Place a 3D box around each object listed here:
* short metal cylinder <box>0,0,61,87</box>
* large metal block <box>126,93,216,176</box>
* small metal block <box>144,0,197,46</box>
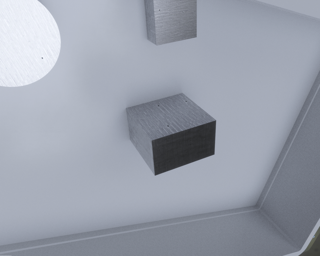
[{"bbox_3d":[-0.133,-0.082,0.269,0.081,0.050,0.079,-14,125,-21],"label":"short metal cylinder"},{"bbox_3d":[0.012,0.004,0.384,0.081,0.080,0.050,-17,125,-19],"label":"large metal block"},{"bbox_3d":[0.012,-0.123,0.341,0.050,0.025,0.050,-17,126,-19],"label":"small metal block"}]
